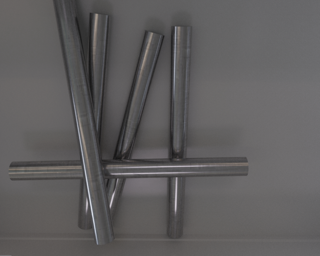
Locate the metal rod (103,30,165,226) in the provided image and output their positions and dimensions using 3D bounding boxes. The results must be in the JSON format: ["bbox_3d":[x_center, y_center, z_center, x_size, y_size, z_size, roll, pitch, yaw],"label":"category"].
[{"bbox_3d":[-0.046,0.021,0.418,0.025,0.025,0.298,14,109,-6],"label":"metal rod"}]

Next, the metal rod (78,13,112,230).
[{"bbox_3d":[-0.090,0.005,0.412,0.025,0.025,0.298,7,110,-3],"label":"metal rod"}]

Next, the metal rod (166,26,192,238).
[{"bbox_3d":[0.024,0.019,0.418,0.025,0.025,0.298,1,110,0],"label":"metal rod"}]

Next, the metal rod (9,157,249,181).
[{"bbox_3d":[-0.039,0.053,0.402,0.302,0.025,0.025,-1,110,0],"label":"metal rod"}]

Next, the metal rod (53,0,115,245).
[{"bbox_3d":[-0.090,-0.008,0.369,0.025,0.025,0.298,-8,96,3],"label":"metal rod"}]
